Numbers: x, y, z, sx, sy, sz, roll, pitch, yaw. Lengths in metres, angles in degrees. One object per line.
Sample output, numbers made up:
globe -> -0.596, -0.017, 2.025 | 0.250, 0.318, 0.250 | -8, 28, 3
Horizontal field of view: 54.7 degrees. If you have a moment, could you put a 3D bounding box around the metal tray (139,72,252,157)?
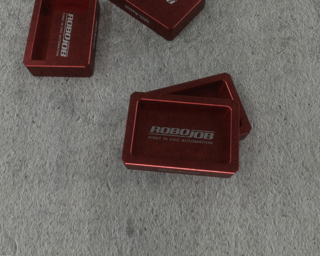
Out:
metal tray -> 0.042, -0.015, 0.410 | 0.131, 0.030, 0.090 | -15, 71, -6

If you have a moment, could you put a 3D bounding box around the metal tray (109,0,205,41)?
metal tray -> -0.006, -0.205, 0.480 | 0.130, 0.030, 0.090 | 38, 74, 12

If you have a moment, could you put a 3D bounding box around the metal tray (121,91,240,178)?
metal tray -> 0.026, 0.008, 0.370 | 0.131, 0.030, 0.090 | 5, 70, 1

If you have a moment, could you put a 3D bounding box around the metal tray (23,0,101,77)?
metal tray -> -0.140, -0.139, 0.454 | 0.091, 0.030, 0.130 | 1, 70, 0
